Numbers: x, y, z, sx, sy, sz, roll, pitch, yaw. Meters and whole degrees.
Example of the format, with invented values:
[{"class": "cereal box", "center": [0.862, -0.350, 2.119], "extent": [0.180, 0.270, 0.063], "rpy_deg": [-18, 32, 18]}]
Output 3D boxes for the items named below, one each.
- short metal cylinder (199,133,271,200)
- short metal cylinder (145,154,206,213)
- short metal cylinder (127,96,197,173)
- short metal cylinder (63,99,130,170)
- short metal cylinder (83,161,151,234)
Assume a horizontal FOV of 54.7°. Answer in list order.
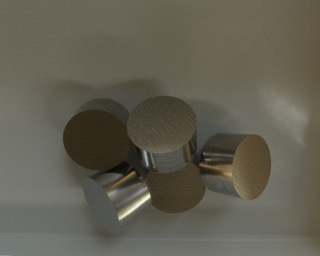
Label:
[{"class": "short metal cylinder", "center": [0.096, 0.047, 0.393], "extent": [0.081, 0.050, 0.079], "rpy_deg": [-2, 93, -39]}, {"class": "short metal cylinder", "center": [0.019, 0.067, 0.421], "extent": [0.081, 0.050, 0.079], "rpy_deg": [0, 110, -1]}, {"class": "short metal cylinder", "center": [0.004, 0.008, 0.375], "extent": [0.080, 0.080, 0.050], "rpy_deg": [-8, 146, 2]}, {"class": "short metal cylinder", "center": [-0.077, 0.007, 0.397], "extent": [0.081, 0.050, 0.079], "rpy_deg": [0, 110, -1]}, {"class": "short metal cylinder", "center": [-0.057, 0.089, 0.405], "extent": [0.050, 0.080, 0.079], "rpy_deg": [-27, 115, -36]}]
